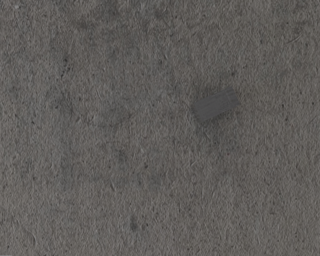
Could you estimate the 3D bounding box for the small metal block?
[{"bbox_3d":[0.069,-0.029,0.398,0.050,0.050,0.025,-24,90,0],"label":"small metal block"}]
